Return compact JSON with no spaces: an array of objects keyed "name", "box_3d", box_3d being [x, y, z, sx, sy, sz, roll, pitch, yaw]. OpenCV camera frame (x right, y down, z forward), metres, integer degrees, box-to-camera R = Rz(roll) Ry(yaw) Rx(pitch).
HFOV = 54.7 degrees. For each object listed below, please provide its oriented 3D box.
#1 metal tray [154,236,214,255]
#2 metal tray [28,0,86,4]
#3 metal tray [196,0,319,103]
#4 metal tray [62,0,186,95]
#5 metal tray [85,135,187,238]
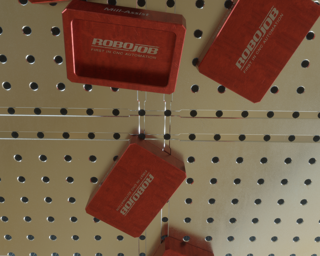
[{"name":"metal tray","box_3d":[0.022,0.247,0.502,0.090,0.030,0.129,24,108,-9]},{"name":"metal tray","box_3d":[-0.086,-0.190,0.340,0.131,0.030,0.089,-5,110,1]},{"name":"metal tray","box_3d":[0.114,-0.106,0.373,0.090,0.030,0.129,28,108,-10]},{"name":"metal tray","box_3d":[-0.041,-0.091,0.360,0.131,0.030,0.089,7,130,-3]},{"name":"metal tray","box_3d":[-0.035,0.086,0.442,0.090,0.030,0.129,32,107,-12]}]
